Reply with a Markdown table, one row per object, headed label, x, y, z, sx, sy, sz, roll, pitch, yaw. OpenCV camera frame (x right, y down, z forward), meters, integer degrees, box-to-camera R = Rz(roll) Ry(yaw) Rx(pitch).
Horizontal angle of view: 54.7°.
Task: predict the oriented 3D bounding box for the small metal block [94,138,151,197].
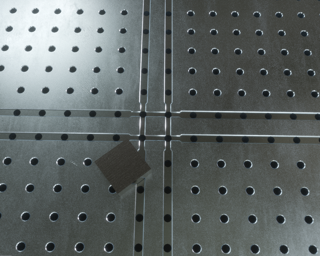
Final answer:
| label | x | y | z | sx | sy | sz | roll | pitch | yaw |
| --- | --- | --- | --- | --- | --- | --- | --- | --- | --- |
| small metal block | -0.046 | 0.050 | 0.393 | 0.050 | 0.025 | 0.050 | -36 | 74 | -13 |
